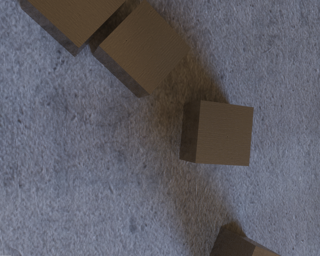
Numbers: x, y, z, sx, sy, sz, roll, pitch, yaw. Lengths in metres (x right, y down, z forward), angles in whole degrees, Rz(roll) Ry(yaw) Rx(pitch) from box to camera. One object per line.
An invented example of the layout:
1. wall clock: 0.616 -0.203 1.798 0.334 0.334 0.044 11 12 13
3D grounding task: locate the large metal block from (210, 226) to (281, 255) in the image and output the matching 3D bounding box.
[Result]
1. large metal block: 0.109 0.192 0.422 0.050 0.080 0.080 27 81 -18

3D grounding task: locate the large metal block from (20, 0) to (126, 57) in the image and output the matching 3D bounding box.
1. large metal block: -0.100 -0.143 0.359 0.080 0.050 0.080 43 76 -15

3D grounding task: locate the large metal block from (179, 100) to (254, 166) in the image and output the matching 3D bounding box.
1. large metal block: 0.077 0.008 0.426 0.081 0.050 0.080 6 88 -20

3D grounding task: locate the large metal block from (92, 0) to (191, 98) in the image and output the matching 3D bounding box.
1. large metal block: -0.023 -0.096 0.388 0.080 0.050 0.080 43 76 -15
